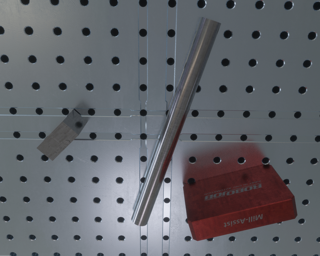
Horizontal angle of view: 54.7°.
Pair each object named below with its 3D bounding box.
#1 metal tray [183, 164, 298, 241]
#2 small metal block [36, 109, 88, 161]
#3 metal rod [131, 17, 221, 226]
[{"bbox_3d":[0.100,0.096,0.415,0.131,0.090,0.030,-15,110,5],"label":"metal tray"},{"bbox_3d":[-0.125,0.008,0.402,0.050,0.050,0.025,-42,105,14],"label":"small metal block"},{"bbox_3d":[0.015,0.005,0.415,0.025,0.025,0.298,17,109,-6],"label":"metal rod"}]
